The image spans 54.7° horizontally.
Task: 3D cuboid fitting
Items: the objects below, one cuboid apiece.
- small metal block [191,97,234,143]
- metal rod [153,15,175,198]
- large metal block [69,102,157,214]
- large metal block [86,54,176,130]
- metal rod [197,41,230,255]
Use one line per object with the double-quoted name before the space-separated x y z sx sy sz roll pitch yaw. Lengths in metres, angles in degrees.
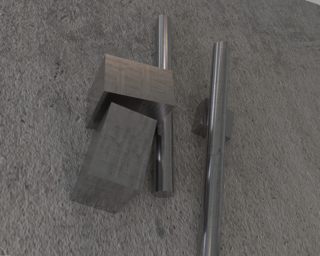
"small metal block" 0.078 -0.009 0.451 0.050 0.025 0.050 26 53 -12
"metal rod" 0.005 -0.051 0.437 0.025 0.025 0.299 14 56 -21
"large metal block" -0.049 0.034 0.322 0.050 0.080 0.080 22 54 -15
"large metal block" -0.038 -0.034 0.369 0.081 0.080 0.050 10 58 -23
"metal rod" 0.073 0.011 0.407 0.025 0.025 0.299 17 64 -19
